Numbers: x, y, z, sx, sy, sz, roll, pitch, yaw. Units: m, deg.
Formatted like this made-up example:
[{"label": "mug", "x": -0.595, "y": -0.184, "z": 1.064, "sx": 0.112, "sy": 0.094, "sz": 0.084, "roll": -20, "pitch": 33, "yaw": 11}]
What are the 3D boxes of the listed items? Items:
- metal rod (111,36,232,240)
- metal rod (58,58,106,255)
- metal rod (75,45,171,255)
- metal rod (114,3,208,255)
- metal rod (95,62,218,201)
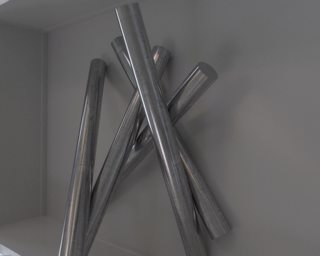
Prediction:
[{"label": "metal rod", "x": 0.005, "y": -0.003, "z": 0.402, "sx": 0.025, "sy": 0.025, "sz": 0.299, "roll": -42, "pitch": 65, "yaw": 32}, {"label": "metal rod", "x": -0.093, "y": 0.017, "z": 0.397, "sx": 0.025, "sy": 0.025, "sz": 0.300, "roll": -35, "pitch": 41, "yaw": 34}, {"label": "metal rod", "x": -0.052, "y": 0.035, "z": 0.376, "sx": 0.025, "sy": 0.025, "sz": 0.299, "roll": 13, "pitch": 75, "yaw": 39}, {"label": "metal rod", "x": 0.007, "y": 0.019, "z": 0.340, "sx": 0.025, "sy": 0.025, "sz": 0.298, "roll": -6, "pitch": 105, "yaw": 40}, {"label": "metal rod", "x": -0.029, "y": 0.030, "z": 0.404, "sx": 0.298, "sy": 0.025, "sz": 0.025, "roll": -49, "pitch": 61, "yaw": 38}]
